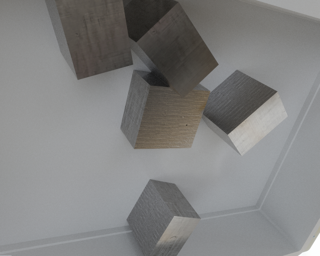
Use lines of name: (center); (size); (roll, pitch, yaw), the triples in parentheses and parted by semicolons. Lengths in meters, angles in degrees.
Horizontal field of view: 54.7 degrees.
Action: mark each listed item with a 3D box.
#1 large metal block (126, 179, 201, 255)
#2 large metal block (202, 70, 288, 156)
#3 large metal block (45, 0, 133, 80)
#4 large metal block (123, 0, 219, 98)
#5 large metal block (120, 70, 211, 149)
large metal block: (0.002, 0.136, 0.460); (0.050, 0.080, 0.080); (18, 109, -36)
large metal block: (0.108, -0.023, 0.420); (0.080, 0.080, 0.050); (-41, 130, -1)
large metal block: (-0.068, -0.100, 0.275); (0.050, 0.080, 0.079); (-20, 126, -17)
large metal block: (0.003, -0.088, 0.321); (0.050, 0.080, 0.080); (-44, 130, 2)
large metal block: (0.004, -0.022, 0.383); (0.081, 0.050, 0.079); (1, 118, -30)
